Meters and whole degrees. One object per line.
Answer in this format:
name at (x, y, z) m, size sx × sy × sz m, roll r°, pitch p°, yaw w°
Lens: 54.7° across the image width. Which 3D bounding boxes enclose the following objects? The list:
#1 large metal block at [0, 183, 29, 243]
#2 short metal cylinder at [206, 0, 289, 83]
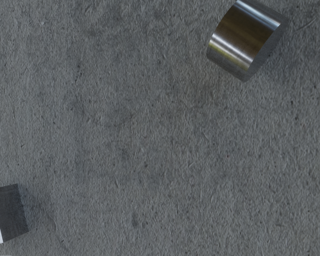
large metal block at (-0.266, 0.140, 0.490) m, size 0.080 × 0.050 × 0.080 m, roll -18°, pitch 84°, yaw 19°
short metal cylinder at (0.097, -0.098, 0.346) m, size 0.050 × 0.080 × 0.080 m, roll 38°, pitch 102°, yaw 16°
